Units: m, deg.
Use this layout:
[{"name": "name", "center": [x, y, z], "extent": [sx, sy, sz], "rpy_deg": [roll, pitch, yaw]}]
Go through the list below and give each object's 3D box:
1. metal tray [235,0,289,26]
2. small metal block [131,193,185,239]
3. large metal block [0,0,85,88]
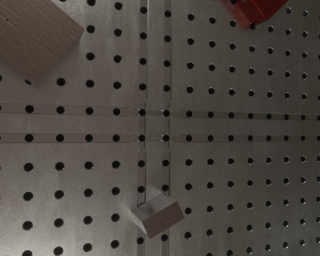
[{"name": "metal tray", "center": [0.141, -0.234, 0.463], "extent": [0.090, 0.030, 0.130], "rpy_deg": [-45, 104, -15]}, {"name": "small metal block", "center": [-0.004, 0.111, 0.399], "extent": [0.050, 0.050, 0.025], "rpy_deg": [-26, 99, -18]}, {"name": "large metal block", "center": [-0.145, -0.102, 0.346], "extent": [0.080, 0.050, 0.080], "rpy_deg": [40, 77, -16]}]
